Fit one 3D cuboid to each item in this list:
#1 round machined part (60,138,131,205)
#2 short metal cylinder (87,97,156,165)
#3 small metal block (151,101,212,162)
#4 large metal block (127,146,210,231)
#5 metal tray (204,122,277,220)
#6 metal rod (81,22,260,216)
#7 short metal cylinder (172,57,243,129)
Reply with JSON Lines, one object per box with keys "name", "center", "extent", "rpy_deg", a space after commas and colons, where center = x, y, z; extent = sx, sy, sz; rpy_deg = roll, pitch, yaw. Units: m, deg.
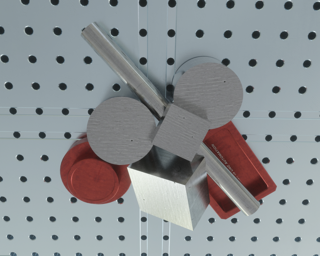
{"name": "round machined part", "center": [-0.087, 0.064, 0.422], "extent": [0.099, 0.042, 0.097], "rpy_deg": [0, 110, 0]}
{"name": "short metal cylinder", "center": [-0.048, 0.002, 0.385], "extent": [0.081, 0.050, 0.079], "rpy_deg": [-1, 94, -8]}
{"name": "small metal block", "center": [0.023, 0.003, 0.354], "extent": [0.050, 0.025, 0.050], "rpy_deg": [25, 100, -9]}
{"name": "large metal block", "center": [0.013, 0.073, 0.395], "extent": [0.080, 0.050, 0.080], "rpy_deg": [12, 131, 31]}
{"name": "metal tray", "center": [0.088, 0.055, 0.427], "extent": [0.090, 0.030, 0.130], "rpy_deg": [-35, 107, 11]}
{"name": "metal rod", "center": [0.017, -0.007, 0.381], "extent": [0.025, 0.025, 0.300], "rpy_deg": [-41, 96, 13]}
{"name": "short metal cylinder", "center": [0.056, -0.044, 0.381], "extent": [0.081, 0.050, 0.079], "rpy_deg": [0, 110, 0]}
